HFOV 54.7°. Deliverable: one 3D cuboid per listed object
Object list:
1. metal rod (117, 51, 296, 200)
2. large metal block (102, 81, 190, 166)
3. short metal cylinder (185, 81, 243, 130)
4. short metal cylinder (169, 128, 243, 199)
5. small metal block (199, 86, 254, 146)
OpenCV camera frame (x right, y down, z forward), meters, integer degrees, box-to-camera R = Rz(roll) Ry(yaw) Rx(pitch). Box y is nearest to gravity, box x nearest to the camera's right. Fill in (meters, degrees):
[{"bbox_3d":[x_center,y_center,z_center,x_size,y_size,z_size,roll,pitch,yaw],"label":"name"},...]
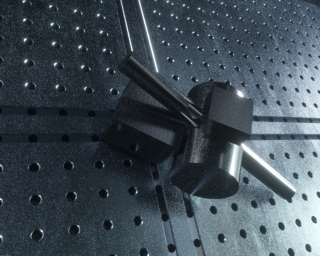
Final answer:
[{"bbox_3d":[0.074,0.010,0.387,0.301,0.025,0.025,36,50,-24],"label":"metal rod"},{"bbox_3d":[-0.014,-0.012,0.384,0.080,0.050,0.080,26,53,-12],"label":"large metal block"},{"bbox_3d":[0.072,-0.016,0.418,0.080,0.080,0.050,25,53,-13],"label":"short metal cylinder"},{"bbox_3d":[0.056,0.044,0.372,0.080,0.080,0.050,27,53,-12],"label":"short metal cylinder"},{"bbox_3d":[0.076,-0.014,0.352,0.050,0.025,0.050,21,54,-6],"label":"small metal block"}]
